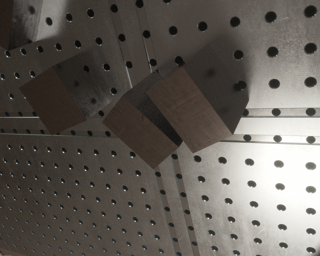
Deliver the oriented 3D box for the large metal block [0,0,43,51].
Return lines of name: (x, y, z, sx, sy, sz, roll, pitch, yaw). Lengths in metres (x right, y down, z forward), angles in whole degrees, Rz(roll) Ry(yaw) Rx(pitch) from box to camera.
large metal block: (-0.205, -0.161, 0.401, 0.080, 0.050, 0.079, 34, 129, 5)

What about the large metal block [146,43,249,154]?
large metal block: (0.044, -0.034, 0.331, 0.050, 0.080, 0.080, -30, 102, 37)

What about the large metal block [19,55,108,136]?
large metal block: (-0.135, -0.045, 0.437, 0.080, 0.050, 0.080, -19, 109, 35)

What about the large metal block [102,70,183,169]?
large metal block: (-0.007, -0.012, 0.370, 0.080, 0.080, 0.050, 43, 129, -2)
